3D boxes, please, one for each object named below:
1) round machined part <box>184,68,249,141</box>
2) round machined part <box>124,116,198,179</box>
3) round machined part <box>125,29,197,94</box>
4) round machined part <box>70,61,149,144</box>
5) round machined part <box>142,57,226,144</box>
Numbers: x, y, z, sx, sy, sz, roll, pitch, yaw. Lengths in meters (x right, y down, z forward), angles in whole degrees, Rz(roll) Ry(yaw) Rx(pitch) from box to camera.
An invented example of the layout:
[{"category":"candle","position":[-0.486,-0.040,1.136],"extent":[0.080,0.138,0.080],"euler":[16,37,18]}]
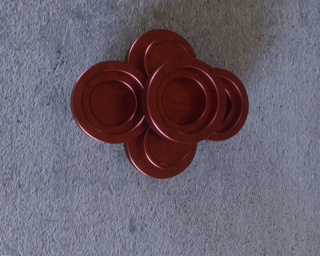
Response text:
[{"category":"round machined part","position":[0.069,-0.031,0.428],"extent":[0.099,0.042,0.097],"euler":[0,90,-21]},{"category":"round machined part","position":[0.006,0.018,0.404],"extent":[0.099,0.042,0.097],"euler":[0,90,-21]},{"category":"round machined part","position":[0.006,-0.081,0.404],"extent":[0.099,0.042,0.097],"euler":[0,90,-21]},{"category":"round machined part","position":[-0.059,-0.030,0.380],"extent":[0.099,0.042,0.097],"euler":[0,90,-21]},{"category":"round machined part","position":[0.025,-0.031,0.366],"extent":[0.099,0.042,0.097],"euler":[0,91,-21]}]
